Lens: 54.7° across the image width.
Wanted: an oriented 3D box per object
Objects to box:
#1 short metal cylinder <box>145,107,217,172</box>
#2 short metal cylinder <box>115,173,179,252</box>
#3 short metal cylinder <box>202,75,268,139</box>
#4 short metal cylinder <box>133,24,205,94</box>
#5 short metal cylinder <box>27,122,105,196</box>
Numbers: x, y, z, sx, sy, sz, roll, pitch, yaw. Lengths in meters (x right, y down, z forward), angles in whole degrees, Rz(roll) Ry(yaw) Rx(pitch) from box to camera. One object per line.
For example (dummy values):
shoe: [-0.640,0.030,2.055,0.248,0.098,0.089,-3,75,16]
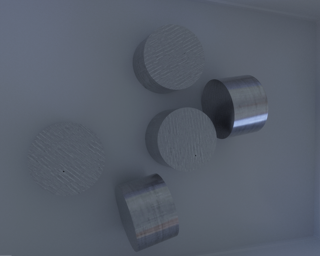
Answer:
short metal cylinder: [0.026,0.014,0.407,0.081,0.050,0.080,0,90,-20]
short metal cylinder: [-0.018,0.101,0.375,0.050,0.080,0.080,-15,95,-19]
short metal cylinder: [0.098,-0.029,0.417,0.050,0.080,0.080,-11,94,-20]
short metal cylinder: [0.010,-0.087,0.401,0.081,0.050,0.080,0,90,-20]
short metal cylinder: [-0.108,0.033,0.357,0.081,0.050,0.080,0,90,-20]
